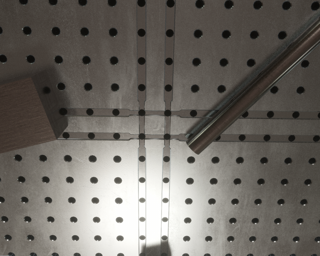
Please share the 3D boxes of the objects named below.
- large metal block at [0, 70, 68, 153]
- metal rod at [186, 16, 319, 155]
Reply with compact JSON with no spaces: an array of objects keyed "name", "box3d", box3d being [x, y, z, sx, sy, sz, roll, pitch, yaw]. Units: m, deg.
[{"name":"large metal block","box3d":[-0.175,-0.021,0.390,0.080,0.050,0.080,-14,110,4]},{"name":"metal rod","box3d":[0.148,-0.074,0.388,0.025,0.025,0.299,42,104,-14]}]
